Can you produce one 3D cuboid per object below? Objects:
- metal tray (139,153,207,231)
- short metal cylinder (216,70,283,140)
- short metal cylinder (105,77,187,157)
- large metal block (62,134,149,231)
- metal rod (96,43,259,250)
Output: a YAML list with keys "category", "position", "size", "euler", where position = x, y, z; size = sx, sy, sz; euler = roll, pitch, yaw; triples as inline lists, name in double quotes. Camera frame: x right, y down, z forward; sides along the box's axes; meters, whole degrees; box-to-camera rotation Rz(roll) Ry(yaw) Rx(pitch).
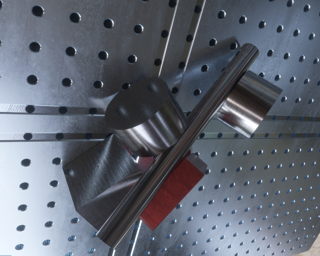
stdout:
- category: "metal tray"
  position: [0.021, 0.079, 0.419]
  size: [0.090, 0.030, 0.130]
  euler: [-48, 171, 6]
- category: "short metal cylinder"
  position: [0.120, -0.031, 0.418]
  size: [0.080, 0.050, 0.080]
  euler: [-51, 166, -17]
- category: "short metal cylinder"
  position: [-0.016, -0.013, 0.360]
  size: [0.080, 0.080, 0.050]
  euler: [-37, 130, -4]
- category: "large metal block"
  position: [-0.064, 0.064, 0.381]
  size: [0.080, 0.080, 0.050]
  euler: [-34, 129, -6]
- category: "metal rod"
  position: [0.033, 0.006, 0.365]
  size: [0.301, 0.025, 0.025]
  euler: [-51, 132, -20]
